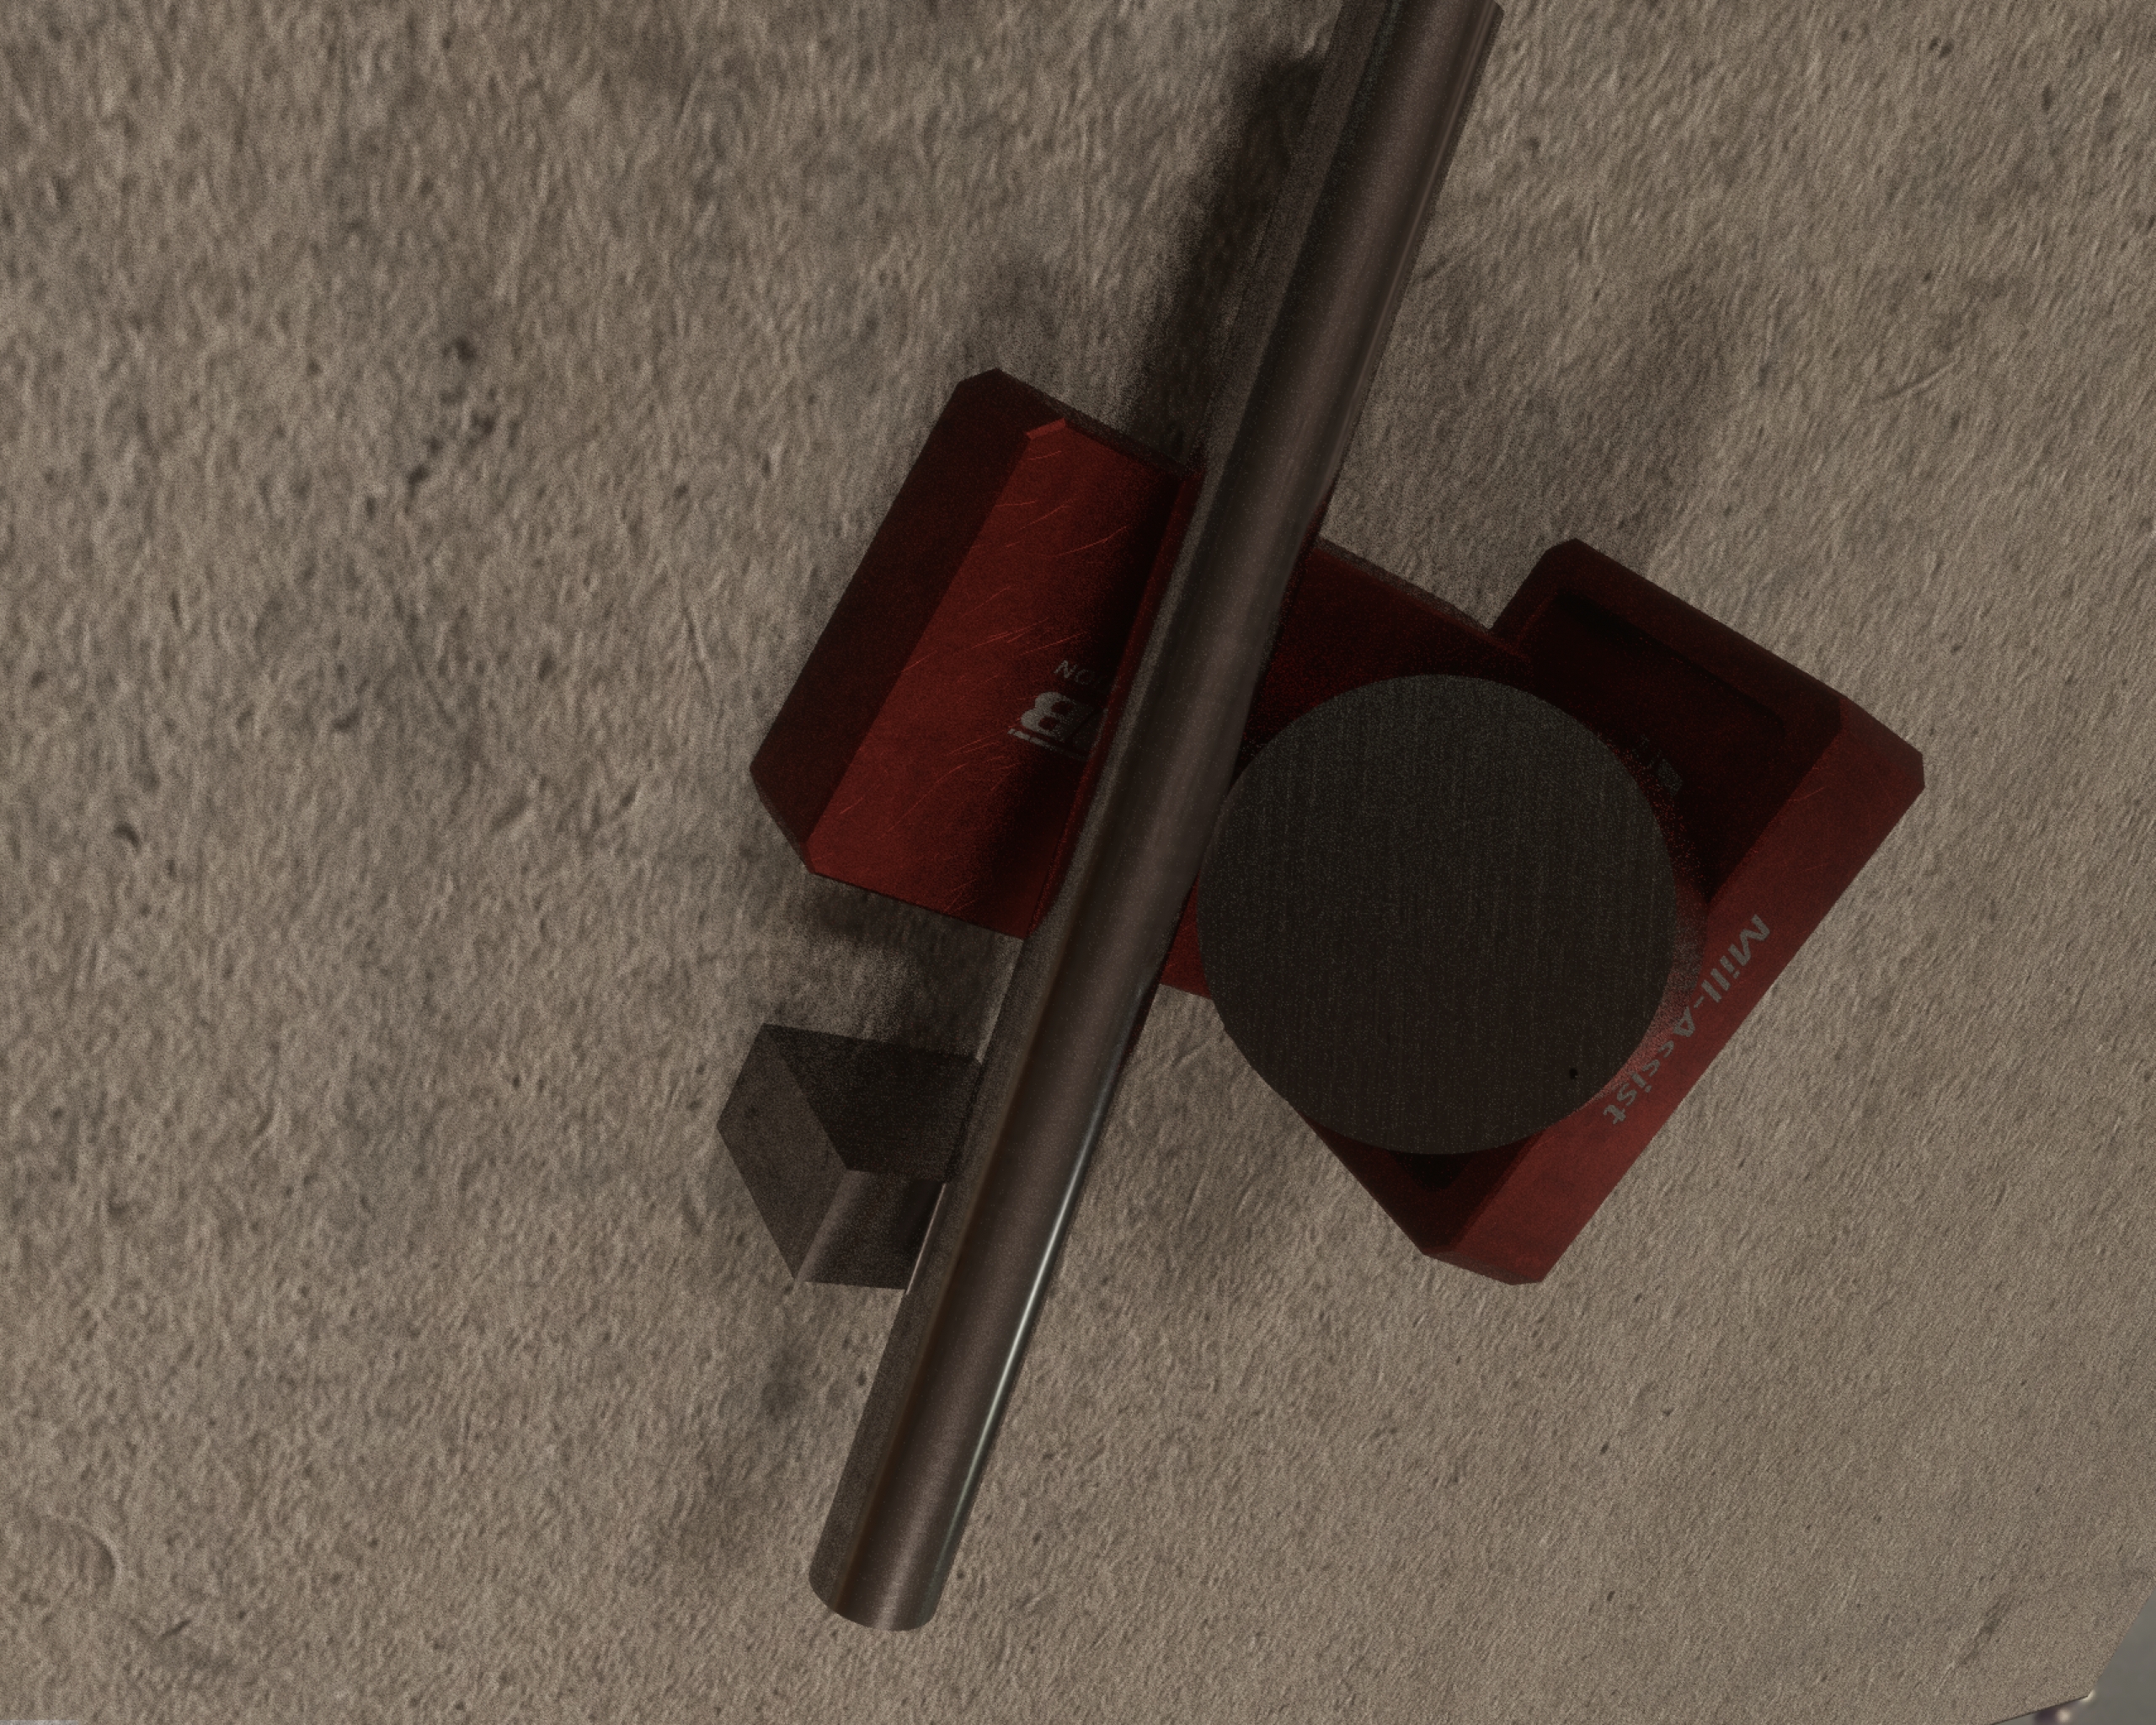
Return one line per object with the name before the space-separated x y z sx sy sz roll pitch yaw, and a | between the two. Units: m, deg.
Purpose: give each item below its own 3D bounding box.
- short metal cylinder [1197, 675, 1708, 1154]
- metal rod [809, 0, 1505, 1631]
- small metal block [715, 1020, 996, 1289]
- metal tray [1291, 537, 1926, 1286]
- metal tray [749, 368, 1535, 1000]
short metal cylinder | 0.067 0.009 0.369 0.080 0.080 0.050 -56 161 11
metal rod | 0.009 -0.001 0.363 0.025 0.025 0.298 11 104 -34
small metal block | -0.037 0.058 0.409 0.050 0.050 0.025 13 112 -34
metal tray | 0.095 0.008 0.425 0.030 0.090 0.129 26 104 -37
metal tray | 0.016 -0.026 0.398 0.131 0.030 0.090 20 108 -36
